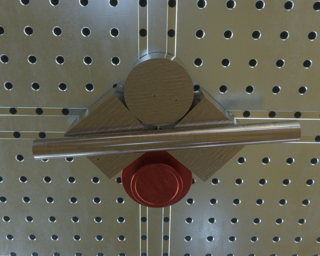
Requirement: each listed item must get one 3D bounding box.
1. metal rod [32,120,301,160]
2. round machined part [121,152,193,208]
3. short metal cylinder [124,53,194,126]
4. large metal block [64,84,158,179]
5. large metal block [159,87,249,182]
[{"bbox_3d":[0.006,0.014,0.359,0.302,0.025,0.025,-4,110,2],"label":"metal rod"},{"bbox_3d":[-0.004,0.070,0.426,0.099,0.042,0.097,0,110,0],"label":"round machined part"},{"bbox_3d":[-0.001,-0.049,0.378,0.081,0.050,0.079,0,110,0],"label":"short metal cylinder"},{"bbox_3d":[-0.059,0.004,0.397,0.080,0.050,0.080,-38,108,12],"label":"large metal block"},{"bbox_3d":[0.054,0.008,0.397,0.080,0.050,0.080,40,106,-14],"label":"large metal block"}]
